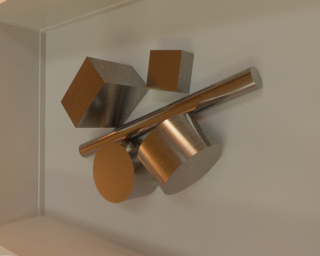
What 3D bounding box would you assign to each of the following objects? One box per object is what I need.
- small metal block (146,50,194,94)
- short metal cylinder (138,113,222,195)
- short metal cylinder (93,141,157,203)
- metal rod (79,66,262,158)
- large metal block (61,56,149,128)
[{"bbox_3d":[0.012,-0.072,0.393,0.050,0.025,0.050,11,97,39],"label":"small metal block"},{"bbox_3d":[0.022,0.030,0.349,0.050,0.081,0.080,50,119,28],"label":"short metal cylinder"},{"bbox_3d":[-0.046,0.058,0.424,0.080,0.050,0.079,0,90,39],"label":"short metal cylinder"},{"bbox_3d":[-0.010,-0.008,0.412,0.299,0.025,0.025,-22,76,37],"label":"metal rod"},{"bbox_3d":[-0.076,-0.046,0.430,0.080,0.081,0.050,-51,61,28],"label":"large metal block"}]
